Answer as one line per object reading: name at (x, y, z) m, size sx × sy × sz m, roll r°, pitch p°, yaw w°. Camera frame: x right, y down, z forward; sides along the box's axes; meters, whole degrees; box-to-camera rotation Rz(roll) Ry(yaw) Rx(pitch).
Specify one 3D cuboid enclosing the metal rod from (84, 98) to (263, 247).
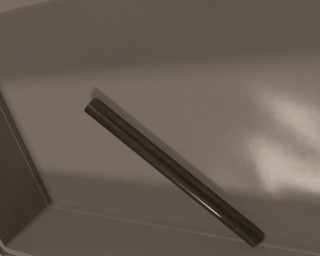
metal rod at (0.019, 0.062, 0.435) m, size 0.300 × 0.025 × 0.025 m, roll 39°, pitch 129°, yaw 1°
